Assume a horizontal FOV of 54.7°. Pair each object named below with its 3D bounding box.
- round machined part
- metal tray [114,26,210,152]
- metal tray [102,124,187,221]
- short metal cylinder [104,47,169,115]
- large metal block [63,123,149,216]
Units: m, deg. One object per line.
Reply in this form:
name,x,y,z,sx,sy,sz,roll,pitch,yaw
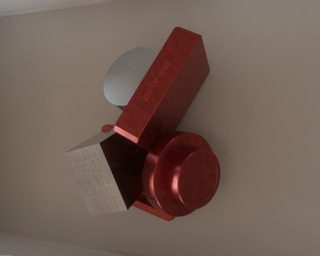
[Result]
round machined part,0.031,0.054,0.355,0.042,0.099,0.097,8,93,50
metal tray,0.008,-0.036,0.354,0.030,0.090,0.130,28,84,20
metal tray,-0.026,0.056,0.413,0.130,0.030,0.089,18,96,19
short metal cylinder,-0.023,-0.053,0.387,0.080,0.050,0.080,-13,61,26
large metal block,-0.057,0.047,0.374,0.050,0.080,0.080,-16,101,25
